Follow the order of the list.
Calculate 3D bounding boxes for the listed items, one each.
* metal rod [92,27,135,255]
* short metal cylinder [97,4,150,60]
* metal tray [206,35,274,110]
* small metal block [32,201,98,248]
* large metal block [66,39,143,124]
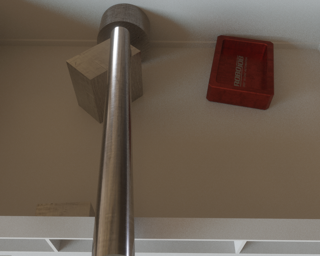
[{"bbox_3d":[-0.039,-0.021,0.290,0.025,0.025,0.300,-3,42,-3],"label":"metal rod"},{"bbox_3d":[-0.056,-0.148,0.493,0.081,0.080,0.050,0,50,-1],"label":"short metal cylinder"},{"bbox_3d":[0.126,-0.090,0.478,0.090,0.030,0.130,10,51,8],"label":"metal tray"},{"bbox_3d":[-0.091,0.097,0.306,0.050,0.050,0.025,-2,50,-2],"label":"small metal block"},{"bbox_3d":[-0.071,-0.066,0.424,0.080,0.080,0.050,-37,60,-27],"label":"large metal block"}]
